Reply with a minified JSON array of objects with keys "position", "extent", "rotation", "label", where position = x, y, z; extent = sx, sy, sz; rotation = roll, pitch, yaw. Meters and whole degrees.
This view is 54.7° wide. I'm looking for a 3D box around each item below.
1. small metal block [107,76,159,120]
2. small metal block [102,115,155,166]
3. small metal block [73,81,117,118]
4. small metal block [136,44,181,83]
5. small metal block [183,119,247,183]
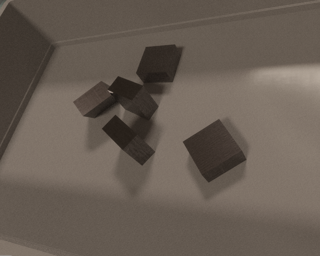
[{"position":[-0.037,-0.042,0.433],"extent":[0.050,0.050,0.025],"rotation":[25,74,36],"label":"small metal block"},{"position":[-0.040,0.016,0.399],"extent":[0.025,0.050,0.050],"rotation":[-47,52,-5],"label":"small metal block"},{"position":[-0.092,-0.040,0.457],"extent":[0.050,0.050,0.025],"rotation":[-36,85,4],"label":"small metal block"},{"position":[-0.002,-0.096,0.464],"extent":[0.050,0.025,0.050],"rotation":[3,63,29],"label":"small metal block"},{"position":[0.062,0.026,0.356],"extent":[0.050,0.025,0.050],"rotation":[-33,52,6],"label":"small metal block"}]
